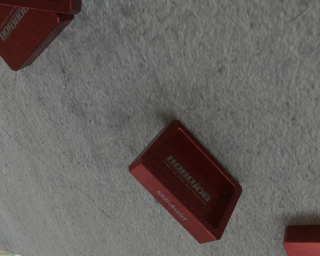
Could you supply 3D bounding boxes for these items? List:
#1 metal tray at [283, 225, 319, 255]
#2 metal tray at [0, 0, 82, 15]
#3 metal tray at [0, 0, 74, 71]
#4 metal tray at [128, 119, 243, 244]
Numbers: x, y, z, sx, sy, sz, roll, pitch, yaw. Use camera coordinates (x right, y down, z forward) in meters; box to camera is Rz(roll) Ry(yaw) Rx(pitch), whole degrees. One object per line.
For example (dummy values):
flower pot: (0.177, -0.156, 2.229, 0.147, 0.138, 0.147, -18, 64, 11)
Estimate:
metal tray: (0.225, 0.184, 0.399, 0.090, 0.030, 0.129, -14, 111, 33)
metal tray: (-0.152, -0.179, 0.336, 0.131, 0.030, 0.089, 10, 109, 5)
metal tray: (-0.183, -0.145, 0.408, 0.130, 0.030, 0.090, -28, 103, 37)
metal tray: (0.036, 0.063, 0.381, 0.130, 0.090, 0.030, 46, 137, -5)
